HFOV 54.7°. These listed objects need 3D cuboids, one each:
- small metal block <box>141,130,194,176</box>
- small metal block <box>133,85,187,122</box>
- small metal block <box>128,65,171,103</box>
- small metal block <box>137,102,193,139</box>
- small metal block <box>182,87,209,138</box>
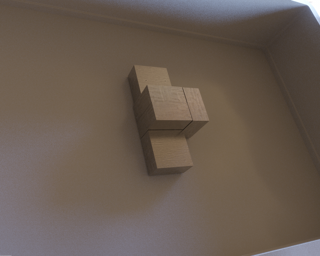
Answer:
[{"bbox_3d":[0.008,0.030,0.389,0.050,0.025,0.050,0,62,-28],"label":"small metal block"},{"bbox_3d":[-0.001,-0.031,0.405,0.050,0.050,0.025,0,62,-28],"label":"small metal block"},{"bbox_3d":[-0.013,-0.058,0.432,0.050,0.025,0.050,0,62,-28],"label":"small metal block"},{"bbox_3d":[0.005,-0.009,0.395,0.050,0.050,0.025,0,62,-28],"label":"small metal block"},{"bbox_3d":[0.036,-0.019,0.418,0.025,0.050,0.050,0,62,-28],"label":"small metal block"}]
